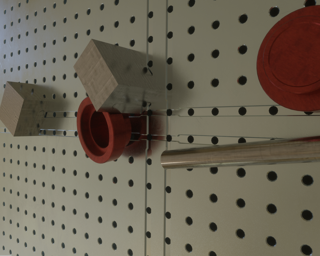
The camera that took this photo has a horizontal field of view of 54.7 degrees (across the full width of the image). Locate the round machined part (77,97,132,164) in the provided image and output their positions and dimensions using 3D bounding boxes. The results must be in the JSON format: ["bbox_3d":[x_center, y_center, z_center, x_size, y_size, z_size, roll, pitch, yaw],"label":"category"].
[{"bbox_3d":[-0.079,0.000,0.456,0.098,0.042,0.097,13,109,45],"label":"round machined part"}]

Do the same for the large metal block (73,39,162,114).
[{"bbox_3d":[-0.057,-0.067,0.421,0.050,0.081,0.080,-46,63,30],"label":"large metal block"}]

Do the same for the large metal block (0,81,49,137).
[{"bbox_3d":[-0.275,-0.038,0.620,0.080,0.050,0.079,37,113,33],"label":"large metal block"}]

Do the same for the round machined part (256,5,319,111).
[{"bbox_3d":[0.136,-0.064,0.286,0.098,0.042,0.097,0,90,40],"label":"round machined part"}]

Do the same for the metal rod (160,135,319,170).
[{"bbox_3d":[0.123,0.023,0.307,0.300,0.025,0.025,-9,84,39],"label":"metal rod"}]
